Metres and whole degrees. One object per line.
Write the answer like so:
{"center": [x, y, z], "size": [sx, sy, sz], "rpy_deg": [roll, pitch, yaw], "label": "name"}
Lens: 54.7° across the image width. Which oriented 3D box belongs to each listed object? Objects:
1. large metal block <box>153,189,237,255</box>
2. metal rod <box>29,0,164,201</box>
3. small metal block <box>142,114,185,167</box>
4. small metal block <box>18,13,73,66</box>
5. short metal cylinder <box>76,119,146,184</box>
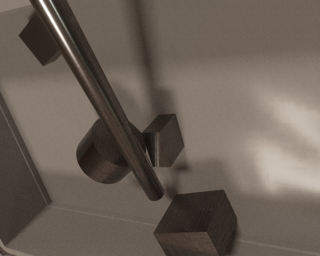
{"center": [0.051, 0.134, 0.428], "size": [0.080, 0.080, 0.050], "rpy_deg": [-15, 111, 34], "label": "large metal block"}
{"center": [-0.048, -0.009, 0.328], "size": [0.025, 0.025, 0.299], "rpy_deg": [4, 140, 26], "label": "metal rod"}
{"center": [0.006, 0.015, 0.398], "size": [0.025, 0.050, 0.050], "rpy_deg": [-3, 117, 29], "label": "small metal block"}
{"center": [-0.152, -0.119, 0.413], "size": [0.050, 0.025, 0.050], "rpy_deg": [-29, 103, 37], "label": "small metal block"}
{"center": [-0.067, 0.030, 0.425], "size": [0.080, 0.080, 0.050], "rpy_deg": [43, 129, -2], "label": "short metal cylinder"}
